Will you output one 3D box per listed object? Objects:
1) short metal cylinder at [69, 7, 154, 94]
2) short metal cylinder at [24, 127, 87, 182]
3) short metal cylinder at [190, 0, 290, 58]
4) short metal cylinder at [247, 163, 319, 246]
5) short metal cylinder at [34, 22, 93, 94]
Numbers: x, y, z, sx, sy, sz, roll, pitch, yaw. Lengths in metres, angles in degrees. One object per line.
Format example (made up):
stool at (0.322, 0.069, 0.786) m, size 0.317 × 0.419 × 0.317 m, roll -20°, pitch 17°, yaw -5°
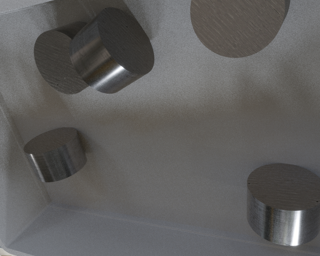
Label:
short metal cylinder at (-0.052, -0.085, 0.347) m, size 0.050 × 0.080 × 0.080 m, roll -25°, pitch 105°, yaw 36°
short metal cylinder at (-0.160, 0.040, 0.480) m, size 0.080 × 0.080 × 0.050 m, roll 1°, pitch 119°, yaw 27°
short metal cylinder at (0.074, -0.111, 0.284) m, size 0.080 × 0.050 × 0.079 m, roll 13°, pitch 124°, yaw 20°
short metal cylinder at (0.140, 0.084, 0.351) m, size 0.080 × 0.080 × 0.050 m, roll 6°, pitch 121°, yaw 24°
short metal cylinder at (-0.110, -0.089, 0.393) m, size 0.080 × 0.050 × 0.079 m, roll 13°, pitch 124°, yaw 20°
